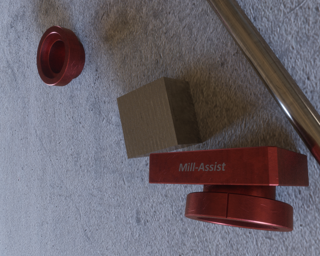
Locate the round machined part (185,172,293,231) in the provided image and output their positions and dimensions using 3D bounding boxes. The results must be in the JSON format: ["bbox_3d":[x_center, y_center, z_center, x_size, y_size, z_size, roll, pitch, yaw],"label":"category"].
[{"bbox_3d":[0.075,0.071,0.299,0.098,0.098,0.042,-8,65,39],"label":"round machined part"}]

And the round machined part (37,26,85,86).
[{"bbox_3d":[-0.165,-0.120,0.527,0.098,0.042,0.097,0,90,39],"label":"round machined part"}]

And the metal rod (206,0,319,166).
[{"bbox_3d":[0.100,-0.081,0.321,0.025,0.025,0.299,-40,66,32],"label":"metal rod"}]

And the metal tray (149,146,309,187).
[{"bbox_3d":[0.065,0.041,0.305,0.130,0.091,0.030,-7,77,39],"label":"metal tray"}]

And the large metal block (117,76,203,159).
[{"bbox_3d":[-0.002,-0.010,0.389,0.080,0.050,0.080,-19,78,38],"label":"large metal block"}]
